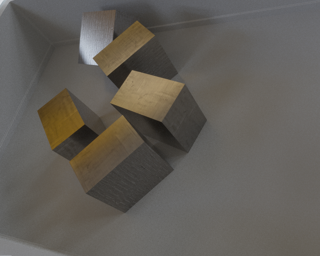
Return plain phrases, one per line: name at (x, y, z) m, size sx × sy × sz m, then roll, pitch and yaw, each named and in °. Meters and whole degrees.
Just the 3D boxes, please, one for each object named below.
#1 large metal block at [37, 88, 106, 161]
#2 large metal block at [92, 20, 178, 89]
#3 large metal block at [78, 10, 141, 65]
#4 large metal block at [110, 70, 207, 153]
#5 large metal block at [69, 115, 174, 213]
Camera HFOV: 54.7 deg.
large metal block at (-0.111, 0.005, 0.424) m, size 0.050 × 0.080 × 0.080 m, roll -39°, pitch 51°, yaw 2°
large metal block at (-0.033, -0.088, 0.440) m, size 0.080 × 0.080 × 0.050 m, roll -41°, pitch 52°, yaw 0°
large metal block at (-0.081, -0.136, 0.486) m, size 0.080 × 0.050 × 0.079 m, roll 14°, pitch 101°, yaw 40°
large metal block at (0.000, -0.020, 0.381) m, size 0.080 × 0.080 × 0.050 m, roll 21°, pitch 73°, yaw 35°
large metal block at (-0.042, 0.045, 0.364) m, size 0.080 × 0.080 × 0.050 m, roll -42°, pitch 51°, yaw -1°
